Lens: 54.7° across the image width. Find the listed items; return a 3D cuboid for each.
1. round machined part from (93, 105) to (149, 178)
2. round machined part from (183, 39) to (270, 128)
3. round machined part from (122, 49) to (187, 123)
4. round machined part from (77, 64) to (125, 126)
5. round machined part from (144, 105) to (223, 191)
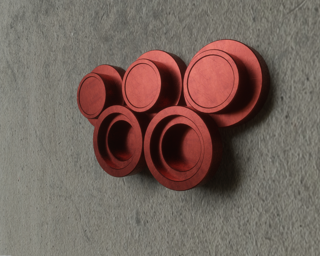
[{"bbox_3d":[-0.045,0.017,0.430,0.098,0.042,0.097,0,90,39],"label":"round machined part"},{"bbox_3d":[0.065,-0.049,0.341,0.098,0.042,0.097,0,90,39],"label":"round machined part"},{"bbox_3d":[-0.011,-0.053,0.403,0.098,0.042,0.097,0,90,39],"label":"round machined part"},{"bbox_3d":[-0.087,-0.047,0.465,0.098,0.042,0.097,0,90,39],"label":"round machined part"},{"bbox_3d":[0.031,0.023,0.368,0.098,0.042,0.097,0,90,39],"label":"round machined part"}]
